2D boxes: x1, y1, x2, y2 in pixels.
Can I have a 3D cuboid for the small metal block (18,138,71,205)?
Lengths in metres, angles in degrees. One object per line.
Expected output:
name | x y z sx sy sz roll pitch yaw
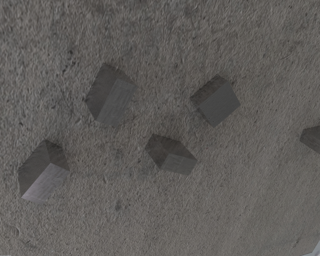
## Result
small metal block | -0.132 0.048 0.348 0.050 0.050 0.025 -49 129 6

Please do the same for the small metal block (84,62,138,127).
small metal block | -0.055 -0.037 0.338 0.025 0.050 0.050 18 109 -35

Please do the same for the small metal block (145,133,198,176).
small metal block | 0.015 0.036 0.421 0.050 0.050 0.025 18 109 -35

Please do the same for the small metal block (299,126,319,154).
small metal block | 0.295 0.021 0.565 0.050 0.050 0.025 -11 123 -23

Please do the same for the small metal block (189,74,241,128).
small metal block | 0.076 -0.036 0.426 0.050 0.025 0.050 -41 130 0
